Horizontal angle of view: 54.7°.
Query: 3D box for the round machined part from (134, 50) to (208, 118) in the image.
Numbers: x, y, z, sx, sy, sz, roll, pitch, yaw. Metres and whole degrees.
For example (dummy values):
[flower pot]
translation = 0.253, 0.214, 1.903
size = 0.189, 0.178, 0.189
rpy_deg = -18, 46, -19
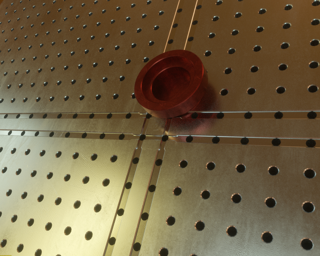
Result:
[round machined part]
translation = 0.018, -0.055, 0.420
size = 0.098, 0.042, 0.098
rpy_deg = -13, 56, 20
